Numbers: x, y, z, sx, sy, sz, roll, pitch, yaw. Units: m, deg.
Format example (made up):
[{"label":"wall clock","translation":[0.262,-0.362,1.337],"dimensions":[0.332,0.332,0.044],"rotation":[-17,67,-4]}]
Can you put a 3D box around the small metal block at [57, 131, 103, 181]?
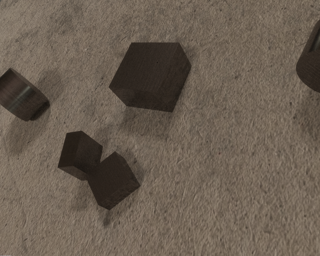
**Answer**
[{"label":"small metal block","translation":[-0.106,0.038,0.418],"dimensions":[0.025,0.050,0.050],"rotation":[-8,58,24]}]

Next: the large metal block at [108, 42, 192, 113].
[{"label":"large metal block","translation":[-0.012,-0.073,0.438],"dimensions":[0.080,0.050,0.080],"rotation":[10,67,32]}]

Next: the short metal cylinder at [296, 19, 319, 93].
[{"label":"short metal cylinder","translation":[0.189,-0.072,0.314],"dimensions":[0.080,0.080,0.050],"rotation":[19,72,35]}]

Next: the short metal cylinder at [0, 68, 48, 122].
[{"label":"short metal cylinder","translation":[-0.239,-0.056,0.525],"dimensions":[0.050,0.080,0.080],"rotation":[-48,52,-5]}]

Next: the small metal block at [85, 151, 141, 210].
[{"label":"small metal block","translation":[-0.061,0.067,0.393],"dimensions":[0.050,0.025,0.050],"rotation":[-38,51,2]}]
